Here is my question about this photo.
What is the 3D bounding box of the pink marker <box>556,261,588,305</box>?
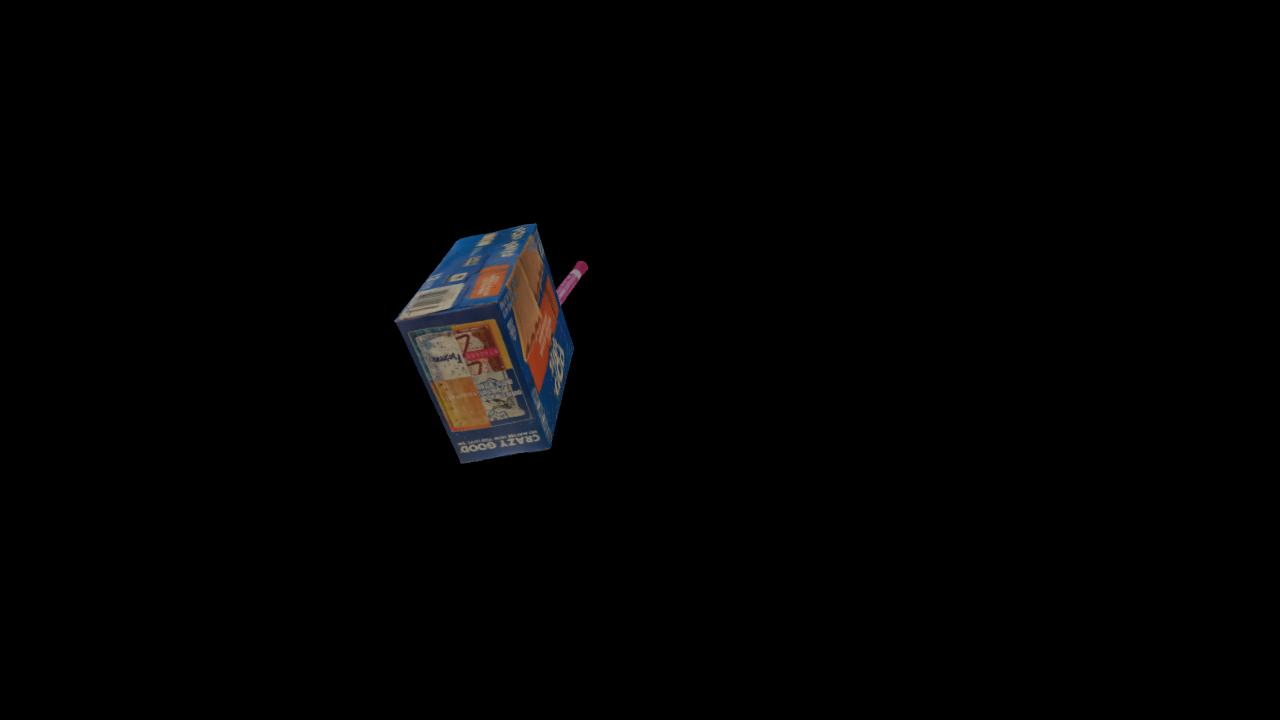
[{"bbox_3d":[-0.102,-0.105,0.867,0.020,0.020,0.121,0,38,22],"label":"pink marker"}]

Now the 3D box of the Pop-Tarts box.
[{"bbox_3d":[-0.122,-0.021,0.541,0.083,0.141,0.167,-9,31,8],"label":"Pop-Tarts box"}]
